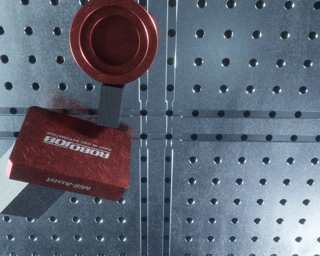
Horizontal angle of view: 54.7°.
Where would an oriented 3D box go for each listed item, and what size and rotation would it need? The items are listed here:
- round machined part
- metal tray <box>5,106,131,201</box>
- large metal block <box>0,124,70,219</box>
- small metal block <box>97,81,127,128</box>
[{"bbox_3d":[-0.052,-0.103,0.364,0.099,0.042,0.097,0,107,0],"label":"round machined part"},{"bbox_3d":[-0.102,0.030,0.372,0.131,0.090,0.030,17,131,-19],"label":"metal tray"},{"bbox_3d":[-0.160,0.056,0.395,0.080,0.080,0.050,-44,138,14],"label":"large metal block"},{"bbox_3d":[-0.059,-0.033,0.387,0.025,0.050,0.050,9,110,-3],"label":"small metal block"}]
